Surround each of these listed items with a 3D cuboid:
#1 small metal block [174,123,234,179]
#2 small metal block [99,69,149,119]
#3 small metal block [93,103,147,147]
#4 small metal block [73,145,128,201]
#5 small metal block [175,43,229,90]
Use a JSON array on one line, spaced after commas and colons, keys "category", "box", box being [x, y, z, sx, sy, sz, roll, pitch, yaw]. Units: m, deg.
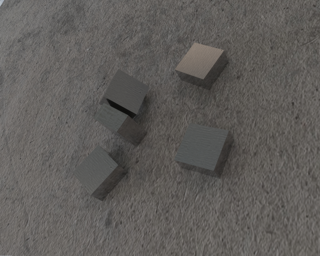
[{"category": "small metal block", "box": [0.052, 0.026, 0.361, 0.050, 0.025, 0.050, 12, 68, 33]}, {"category": "small metal block", "box": [-0.050, -0.046, 0.437, 0.025, 0.050, 0.050, -38, 27, 58]}, {"category": "small metal block", "box": [-0.053, -0.004, 0.418, 0.050, 0.050, 0.025, 27, 79, 37]}, {"category": "small metal block", "box": [-0.079, 0.059, 0.409, 0.050, 0.025, 0.050, -48, 51, -6]}, {"category": "small metal block", "box": [0.058, -0.086, 0.426, 0.050, 0.025, 0.050, 27, 77, 37]}]
